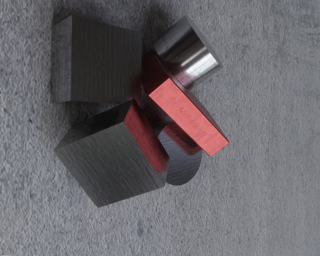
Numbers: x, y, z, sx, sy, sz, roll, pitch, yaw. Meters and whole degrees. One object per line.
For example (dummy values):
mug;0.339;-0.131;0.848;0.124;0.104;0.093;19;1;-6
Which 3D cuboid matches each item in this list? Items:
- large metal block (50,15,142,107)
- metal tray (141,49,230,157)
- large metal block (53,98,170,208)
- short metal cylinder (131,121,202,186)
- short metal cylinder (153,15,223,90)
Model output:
large metal block;-0.067;-0.065;0.331;0.081;0.050;0.080;1;90;-40
metal tray;0.027;-0.031;0.388;0.030;0.090;0.130;-40;122;12
large metal block;-0.046;0.027;0.323;0.080;0.080;0.050;60;21;-23
short metal cylinder;0.008;0.030;0.398;0.081;0.050;0.080;0;90;-40
short metal cylinder;0.037;-0.095;0.394;0.080;0.050;0.080;46;22;-24
